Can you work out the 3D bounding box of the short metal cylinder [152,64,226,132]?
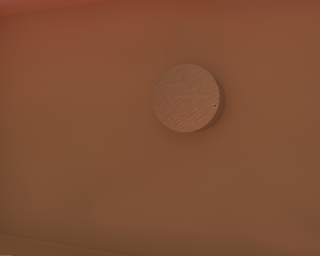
[{"bbox_3d":[0.037,-0.035,0.384,0.080,0.050,0.079,0,90,19],"label":"short metal cylinder"}]
